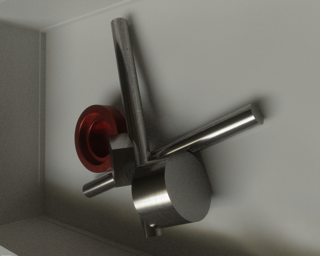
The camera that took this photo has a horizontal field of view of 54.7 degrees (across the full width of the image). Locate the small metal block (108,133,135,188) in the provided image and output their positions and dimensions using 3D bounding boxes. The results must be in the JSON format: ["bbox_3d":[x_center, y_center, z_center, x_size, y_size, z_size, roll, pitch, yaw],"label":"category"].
[{"bbox_3d":[-0.048,0.039,0.389,0.050,0.025,0.050,-130,36,-66],"label":"small metal block"}]

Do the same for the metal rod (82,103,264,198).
[{"bbox_3d":[-0.006,0.042,0.408,0.299,0.025,0.025,-28,73,36],"label":"metal rod"}]

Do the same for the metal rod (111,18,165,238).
[{"bbox_3d":[-0.033,-0.013,0.407,0.025,0.025,0.299,-24,68,37],"label":"metal rod"}]

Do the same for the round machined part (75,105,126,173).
[{"bbox_3d":[-0.079,0.015,0.457,0.098,0.042,0.097,0,90,39],"label":"round machined part"}]

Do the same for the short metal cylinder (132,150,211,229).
[{"bbox_3d":[0.014,0.071,0.356,0.050,0.081,0.080,-25,75,37],"label":"short metal cylinder"}]
